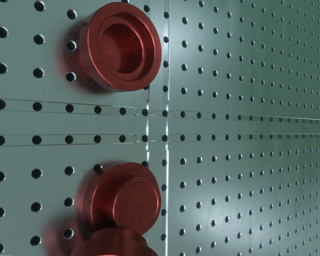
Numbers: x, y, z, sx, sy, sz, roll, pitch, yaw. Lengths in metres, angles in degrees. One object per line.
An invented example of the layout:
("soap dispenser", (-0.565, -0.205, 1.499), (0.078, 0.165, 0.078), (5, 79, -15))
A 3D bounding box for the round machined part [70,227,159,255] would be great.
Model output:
("round machined part", (-0.048, 0.146, 0.336), (0.098, 0.098, 0.042), (49, 24, -29))

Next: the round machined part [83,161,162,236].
("round machined part", (-0.037, 0.090, 0.369), (0.099, 0.042, 0.097), (0, 90, -40))

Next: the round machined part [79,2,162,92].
("round machined part", (-0.049, -0.090, 0.359), (0.099, 0.042, 0.097), (0, 90, -40))
